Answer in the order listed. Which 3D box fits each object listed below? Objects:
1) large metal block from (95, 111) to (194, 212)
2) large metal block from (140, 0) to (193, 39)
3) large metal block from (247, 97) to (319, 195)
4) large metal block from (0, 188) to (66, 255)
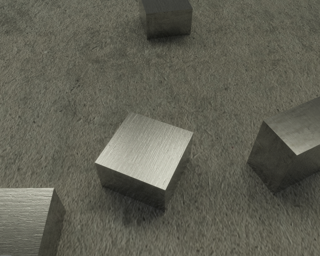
[{"bbox_3d":[-0.015,0.036,0.356,0.080,0.050,0.080,19,53,15],"label":"large metal block"},{"bbox_3d":[0.008,-0.210,0.563,0.081,0.050,0.080,-9,51,-8],"label":"large metal block"},{"bbox_3d":[0.155,0.021,0.351,0.081,0.080,0.050,-21,53,-17],"label":"large metal block"},{"bbox_3d":[-0.144,0.106,0.297,0.081,0.050,0.080,0,50,0],"label":"large metal block"}]
